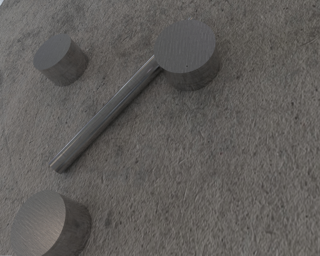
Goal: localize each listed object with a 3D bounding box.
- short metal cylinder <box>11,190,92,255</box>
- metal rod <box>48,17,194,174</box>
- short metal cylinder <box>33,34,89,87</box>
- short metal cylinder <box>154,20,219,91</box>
[{"bbox_3d":[-0.133,0.123,0.382,0.080,0.050,0.080,-13,56,21],"label":"short metal cylinder"},{"bbox_3d":[-0.049,-0.051,0.460,0.300,0.025,0.025,-47,51,-5],"label":"metal rod"},{"bbox_3d":[-0.177,-0.121,0.555,0.080,0.050,0.080,-13,56,21],"label":"short metal cylinder"},{"bbox_3d":[0.037,-0.097,0.417,0.080,0.050,0.080,-6,69,15],"label":"short metal cylinder"}]
